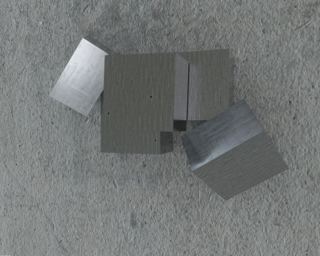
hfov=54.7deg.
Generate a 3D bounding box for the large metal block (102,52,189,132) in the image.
[{"bbox_3d":[-0.015,-0.038,0.346,0.080,0.050,0.079,2,91,19],"label":"large metal block"}]

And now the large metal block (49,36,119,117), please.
[{"bbox_3d":[-0.095,-0.071,0.406,0.050,0.080,0.080,31,102,-17],"label":"large metal block"}]

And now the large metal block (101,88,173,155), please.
[{"bbox_3d":[-0.029,-0.009,0.404,0.080,0.050,0.079,0,90,19],"label":"large metal block"}]

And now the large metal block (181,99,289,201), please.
[{"bbox_3d":[0.083,0.027,0.344,0.080,0.080,0.050,-33,42,17],"label":"large metal block"}]

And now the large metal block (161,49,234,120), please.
[{"bbox_3d":[0.047,-0.049,0.380,0.080,0.050,0.079,0,90,19],"label":"large metal block"}]
